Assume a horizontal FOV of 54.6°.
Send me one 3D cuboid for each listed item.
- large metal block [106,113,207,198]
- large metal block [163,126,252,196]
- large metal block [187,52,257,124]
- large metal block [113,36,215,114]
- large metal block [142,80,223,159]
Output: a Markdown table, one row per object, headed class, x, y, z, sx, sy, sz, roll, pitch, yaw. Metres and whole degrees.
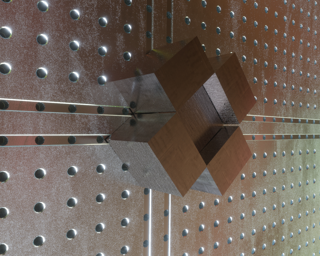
| class | x | y | z | sx | sy | sz | roll | pitch | yaw |
| --- | --- | --- | --- | --- | --- | --- | --- | --- | --- |
| large metal block | -0.004 | 0.030 | 0.368 | 0.050 | 0.080 | 0.080 | -46 | 118 | -30 |
| large metal block | 0.066 | 0.041 | 0.429 | 0.080 | 0.080 | 0.050 | -44 | 117 | -31 |
| large metal block | 0.075 | -0.052 | 0.435 | 0.050 | 0.080 | 0.080 | -46 | 118 | -30 |
| large metal block | 0.005 | -0.062 | 0.376 | 0.080 | 0.080 | 0.050 | -46 | 118 | -30 |
| large metal block | 0.027 | -0.011 | 0.413 | 0.080 | 0.050 | 0.080 | -45 | 116 | -28 |
